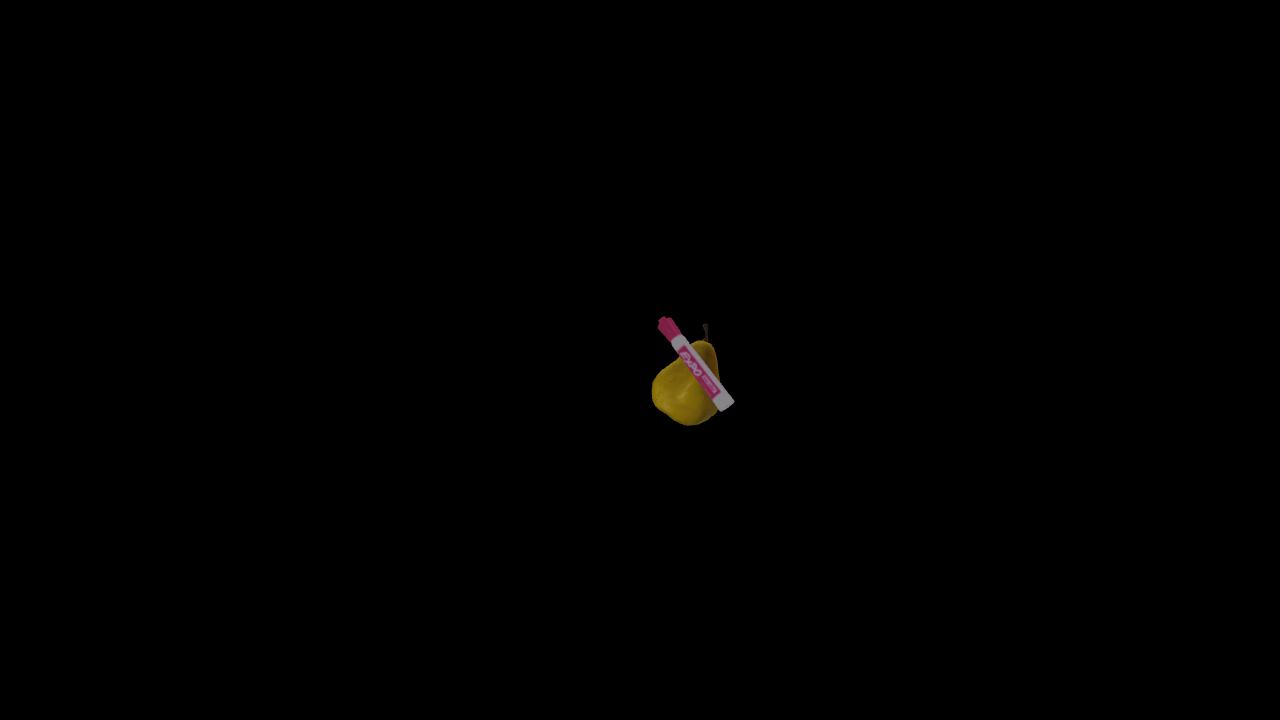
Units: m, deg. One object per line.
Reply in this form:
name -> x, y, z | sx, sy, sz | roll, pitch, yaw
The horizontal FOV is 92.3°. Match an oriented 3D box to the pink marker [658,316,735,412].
pink marker -> 0.057, 0.002, 0.657 | 0.020, 0.121, 0.020 | -32, -17, -11

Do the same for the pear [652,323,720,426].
pear -> 0.064, 0.017, 0.696 | 0.080, 0.111, 0.080 | 29, 8, -5
